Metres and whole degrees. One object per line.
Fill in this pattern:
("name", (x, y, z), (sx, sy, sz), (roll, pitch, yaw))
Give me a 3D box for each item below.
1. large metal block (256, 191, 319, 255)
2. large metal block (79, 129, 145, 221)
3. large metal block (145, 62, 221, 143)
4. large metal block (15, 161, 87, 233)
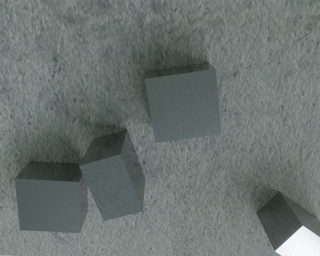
("large metal block", (0.195, 0.148, 0.438), (0.080, 0.080, 0.050), (35, 106, -12))
("large metal block", (-0.057, 0.058, 0.401), (0.050, 0.080, 0.080), (-16, 110, 5))
("large metal block", (0.028, -0.033, 0.385), (0.080, 0.050, 0.079), (-8, 110, 2))
("large metal block", (-0.146, 0.095, 0.429), (0.081, 0.050, 0.079), (4, 110, -2))
